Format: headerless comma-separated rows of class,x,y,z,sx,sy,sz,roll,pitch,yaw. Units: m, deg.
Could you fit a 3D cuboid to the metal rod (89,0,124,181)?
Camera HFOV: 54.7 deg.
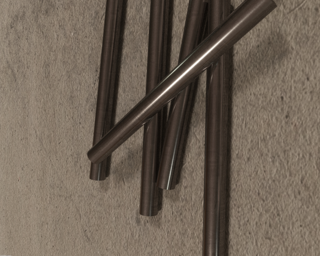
metal rod,-0.080,-0.069,0.468,0.025,0.025,0.298,11,97,39

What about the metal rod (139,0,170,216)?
metal rod,-0.007,-0.034,0.408,0.025,0.025,0.298,5,93,39

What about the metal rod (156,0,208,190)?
metal rod,0.033,-0.071,0.375,0.025,0.025,0.298,17,100,38

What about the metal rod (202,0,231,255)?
metal rod,0.064,0.005,0.350,0.025,0.025,0.298,2,91,39

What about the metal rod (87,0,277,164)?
metal rod,0.003,-0.041,0.366,0.299,0.025,0.025,-40,66,32
